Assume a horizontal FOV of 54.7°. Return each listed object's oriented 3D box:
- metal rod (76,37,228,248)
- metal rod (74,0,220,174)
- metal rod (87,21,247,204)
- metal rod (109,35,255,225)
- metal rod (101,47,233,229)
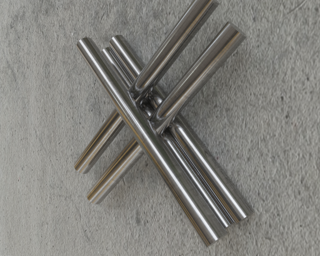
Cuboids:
[{"bbox_3d":[-0.024,-0.003,0.359,0.025,0.025,0.299,-50,61,28],"label":"metal rod"},{"bbox_3d":[-0.032,-0.040,0.398,0.299,0.025,0.025,-49,61,28],"label":"metal rod"},{"bbox_3d":[-0.009,0.001,0.379,0.299,0.025,0.025,-49,61,28],"label":"metal rod"},{"bbox_3d":[0.014,-0.015,0.393,0.025,0.025,0.299,-49,61,28],"label":"metal rod"},{"bbox_3d":[-0.002,-0.001,0.406,0.025,0.025,0.299,-49,61,28],"label":"metal rod"}]
